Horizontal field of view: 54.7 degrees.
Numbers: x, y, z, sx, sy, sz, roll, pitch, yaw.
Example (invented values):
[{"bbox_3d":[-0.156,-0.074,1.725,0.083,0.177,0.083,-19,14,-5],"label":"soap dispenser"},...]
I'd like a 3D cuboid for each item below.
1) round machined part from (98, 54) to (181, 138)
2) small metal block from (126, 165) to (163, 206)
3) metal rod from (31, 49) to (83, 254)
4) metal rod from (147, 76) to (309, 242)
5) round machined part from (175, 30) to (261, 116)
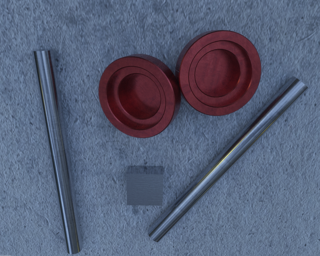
[{"bbox_3d":[-0.021,-0.041,0.374,0.098,0.042,0.097,9,114,21],"label":"round machined part"},{"bbox_3d":[-0.021,0.082,0.440,0.050,0.025,0.050,1,110,-1],"label":"small metal block"},{"bbox_3d":[-0.136,0.046,0.425,0.025,0.025,0.298,-2,110,0],"label":"metal rod"},{"bbox_3d":[0.084,0.053,0.429,0.025,0.025,0.299,37,106,-13],"label":"metal rod"},{"bbox_3d":[0.066,-0.067,0.371,0.099,0.042,0.097,-3,109,-10],"label":"round machined part"}]
